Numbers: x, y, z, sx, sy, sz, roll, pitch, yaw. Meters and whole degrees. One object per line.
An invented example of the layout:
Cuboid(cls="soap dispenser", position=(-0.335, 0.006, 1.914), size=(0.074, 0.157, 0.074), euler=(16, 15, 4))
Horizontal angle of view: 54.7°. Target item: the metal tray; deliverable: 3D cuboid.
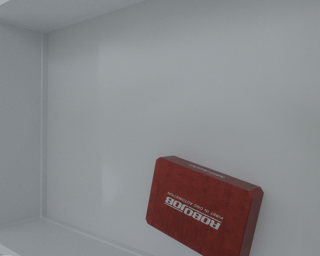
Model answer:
Cuboid(cls="metal tray", position=(0.046, 0.093, 0.366), size=(0.130, 0.030, 0.089), euler=(17, 101, 38))
